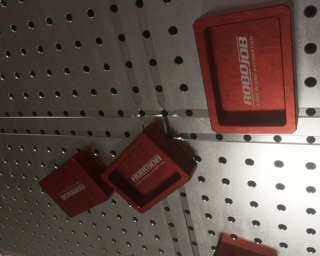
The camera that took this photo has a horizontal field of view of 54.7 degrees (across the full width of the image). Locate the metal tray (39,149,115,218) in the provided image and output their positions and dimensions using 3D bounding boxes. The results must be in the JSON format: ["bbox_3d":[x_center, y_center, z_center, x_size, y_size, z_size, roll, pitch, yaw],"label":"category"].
[{"bbox_3d":[-0.147,0.102,0.546,0.130,0.030,0.090,-32,101,38],"label":"metal tray"}]

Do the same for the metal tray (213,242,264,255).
[{"bbox_3d":[0.129,0.247,0.493,0.090,0.030,0.129,11,123,21],"label":"metal tray"}]

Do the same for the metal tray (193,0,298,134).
[{"bbox_3d":[0.092,-0.057,0.323,0.090,0.030,0.129,0,119,28],"label":"metal tray"}]

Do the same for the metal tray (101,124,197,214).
[{"bbox_3d":[-0.020,0.064,0.456,0.090,0.030,0.129,43,129,-3],"label":"metal tray"}]
